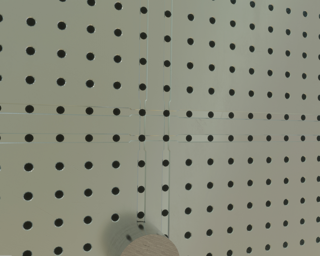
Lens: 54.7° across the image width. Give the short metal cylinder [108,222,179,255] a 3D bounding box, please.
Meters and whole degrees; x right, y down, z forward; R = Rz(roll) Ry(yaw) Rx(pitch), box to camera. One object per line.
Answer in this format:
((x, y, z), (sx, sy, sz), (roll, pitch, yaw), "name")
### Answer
((-0.021, 0.167, 0.393), (0.081, 0.050, 0.079), (0, 90, -20), "short metal cylinder")
